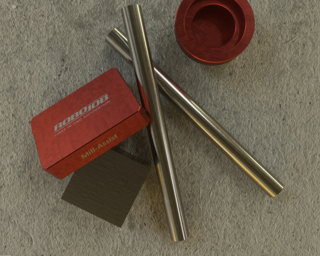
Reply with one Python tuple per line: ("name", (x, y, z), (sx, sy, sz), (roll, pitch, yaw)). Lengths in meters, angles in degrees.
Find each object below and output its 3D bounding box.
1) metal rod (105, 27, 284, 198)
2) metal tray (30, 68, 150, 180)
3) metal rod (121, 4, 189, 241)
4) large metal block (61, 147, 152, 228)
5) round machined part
("metal rod", (0.046, -0.020, 0.410), (0.300, 0.025, 0.025), (43, 90, -1))
("metal tray", (-0.089, -0.008, 0.381), (0.130, 0.030, 0.090), (-33, 52, -1))
("metal rod", (-0.004, -0.001, 0.393), (0.025, 0.025, 0.298), (-12, 97, 0))
("large metal block", (-0.065, 0.067, 0.397), (0.080, 0.050, 0.080), (27, 90, -1))
("round machined part", (0.068, -0.129, 0.402), (0.099, 0.042, 0.097), (0, 90, -1))
